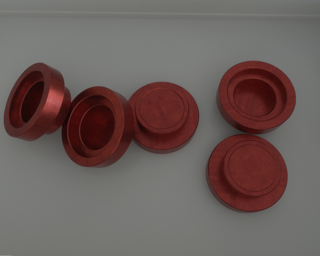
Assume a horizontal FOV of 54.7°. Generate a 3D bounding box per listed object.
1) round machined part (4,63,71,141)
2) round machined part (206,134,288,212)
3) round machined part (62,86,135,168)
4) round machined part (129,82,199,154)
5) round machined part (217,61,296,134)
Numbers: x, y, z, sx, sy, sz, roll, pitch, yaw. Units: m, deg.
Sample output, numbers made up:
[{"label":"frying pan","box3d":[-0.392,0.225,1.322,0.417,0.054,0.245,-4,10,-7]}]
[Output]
[{"label":"round machined part","box3d":[-0.151,-0.030,0.394,0.098,0.042,0.098,-16,63,34]},{"label":"round machined part","box3d":[0.109,0.053,0.382,0.099,0.042,0.098,0,70,0]},{"label":"round machined part","box3d":[-0.071,0.001,0.385,0.098,0.042,0.098,-7,76,30]},{"label":"round machined part","box3d":[0.002,-0.018,0.407,0.099,0.042,0.098,0,70,0]},{"label":"round machined part","box3d":[0.125,-0.037,0.415,0.099,0.042,0.098,0,70,0]}]
